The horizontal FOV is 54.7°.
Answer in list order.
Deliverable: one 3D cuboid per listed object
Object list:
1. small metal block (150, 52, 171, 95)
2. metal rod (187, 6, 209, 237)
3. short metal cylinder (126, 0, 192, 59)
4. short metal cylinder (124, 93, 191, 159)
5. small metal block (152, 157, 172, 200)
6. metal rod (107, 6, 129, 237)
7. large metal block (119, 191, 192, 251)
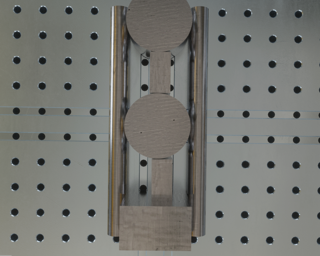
[{"bbox_3d":[0.000,-0.068,0.399,0.025,0.050,0.050,1,90,0],"label":"small metal block"},{"bbox_3d":[0.050,-0.008,0.413,0.025,0.025,0.298,1,90,0],"label":"metal rod"},{"bbox_3d":[-0.001,-0.132,0.400,0.081,0.050,0.080,0,90,0],"label":"short metal cylinder"},{"bbox_3d":[-0.003,-0.003,0.400,0.081,0.050,0.080,0,90,0],"label":"short metal cylinder"},{"bbox_3d":[0.002,0.063,0.400,0.025,0.050,0.050,0,90,0],"label":"small metal block"},{"bbox_3d":[-0.055,-0.009,0.412,0.025,0.025,0.298,1,90,0],"label":"metal rod"},{"bbox_3d":[-0.005,0.112,0.386,0.081,0.080,0.050,1,90,0],"label":"large metal block"}]
